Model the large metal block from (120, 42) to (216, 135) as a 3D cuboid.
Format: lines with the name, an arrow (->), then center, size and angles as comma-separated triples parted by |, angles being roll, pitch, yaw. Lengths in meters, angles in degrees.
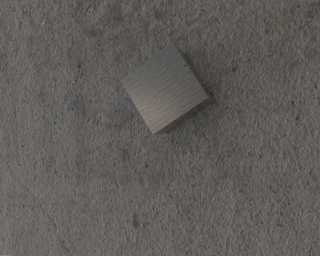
large metal block -> 0.011, -0.047, 0.392 | 0.080, 0.050, 0.080 | -34, 79, 17
